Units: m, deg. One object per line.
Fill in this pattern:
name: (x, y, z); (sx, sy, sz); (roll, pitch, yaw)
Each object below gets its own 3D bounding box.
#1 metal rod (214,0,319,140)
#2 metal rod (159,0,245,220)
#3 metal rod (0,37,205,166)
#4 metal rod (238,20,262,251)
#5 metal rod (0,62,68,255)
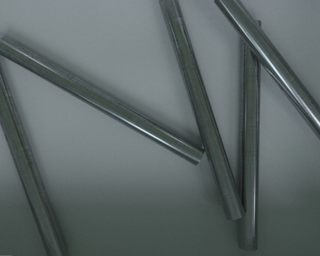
metal rod: (0.171, -0.049, 0.395); (0.025, 0.025, 0.300); (-40, 97, 0)
metal rod: (0.054, -0.029, 0.404); (0.025, 0.025, 0.299); (-17, 87, 0)
metal rod: (-0.077, -0.035, 0.410); (0.301, 0.025, 0.025); (30, 90, 0)
metal rod: (0.119, 0.009, 0.412); (0.025, 0.025, 0.298); (1, 90, 0)
metal rod: (-0.185, 0.028, 0.409); (0.025, 0.025, 0.299); (-20, 90, 0)
